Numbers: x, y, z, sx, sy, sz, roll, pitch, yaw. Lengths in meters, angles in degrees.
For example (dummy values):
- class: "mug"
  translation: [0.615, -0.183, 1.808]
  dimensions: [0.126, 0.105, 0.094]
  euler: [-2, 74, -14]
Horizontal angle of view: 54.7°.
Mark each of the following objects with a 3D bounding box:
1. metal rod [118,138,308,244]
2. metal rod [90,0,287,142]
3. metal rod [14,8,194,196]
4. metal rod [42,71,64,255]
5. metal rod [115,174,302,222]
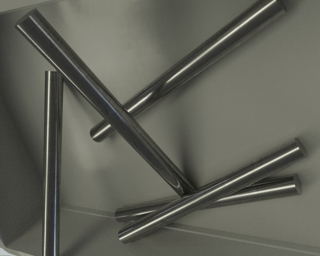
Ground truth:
- class: "metal rod"
  translation: [0.050, 0.096, 0.415]
  dimensions: [0.299, 0.025, 0.025]
  euler: [-35, 99, 30]
- class: "metal rod"
  translation: [0.007, -0.053, 0.371]
  dimensions: [0.299, 0.025, 0.025]
  euler: [-32, 101, 37]
- class: "metal rod"
  translation: [-0.040, -0.003, 0.357]
  dimensions: [0.025, 0.025, 0.300]
  euler: [-12, 134, 33]
- class: "metal rod"
  translation: [-0.159, 0.068, 0.456]
  dimensions: [0.025, 0.025, 0.298]
  euler: [7, 98, 24]
- class: "metal rod"
  translation: [0.047, 0.108, 0.449]
  dimensions: [0.300, 0.025, 0.025]
  euler: [-20, 108, 35]
